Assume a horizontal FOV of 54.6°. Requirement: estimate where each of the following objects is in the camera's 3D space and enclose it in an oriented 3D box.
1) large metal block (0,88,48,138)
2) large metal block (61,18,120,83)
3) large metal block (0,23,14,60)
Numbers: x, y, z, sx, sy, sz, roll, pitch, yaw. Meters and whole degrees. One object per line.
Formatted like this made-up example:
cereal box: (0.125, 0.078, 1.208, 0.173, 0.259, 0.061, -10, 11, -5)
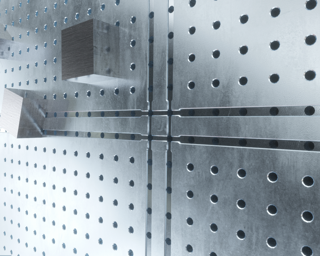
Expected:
large metal block: (-0.275, -0.030, 0.623, 0.080, 0.050, 0.080, 23, 105, 38)
large metal block: (-0.109, -0.116, 0.485, 0.080, 0.050, 0.080, -1, 89, 40)
large metal block: (-0.391, -0.204, 0.699, 0.080, 0.081, 0.050, 48, 119, 29)
